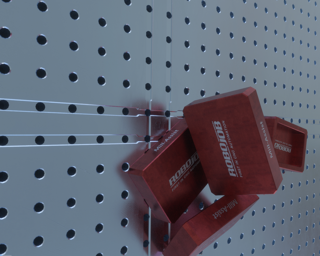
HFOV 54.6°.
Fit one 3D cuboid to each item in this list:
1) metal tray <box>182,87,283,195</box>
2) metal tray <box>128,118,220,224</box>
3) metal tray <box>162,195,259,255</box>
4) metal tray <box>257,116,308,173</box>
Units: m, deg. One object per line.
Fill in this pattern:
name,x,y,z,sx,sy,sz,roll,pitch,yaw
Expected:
metal tray,0.092,0.021,0.396,0.030,0.090,0.129,-33,107,-50
metal tray,0.028,0.053,0.429,0.131,0.030,0.090,-42,115,-32
metal tray,0.072,0.135,0.429,0.131,0.030,0.089,-21,148,-38
metal tray,0.240,0.035,0.604,0.131,0.030,0.090,15,81,-39
